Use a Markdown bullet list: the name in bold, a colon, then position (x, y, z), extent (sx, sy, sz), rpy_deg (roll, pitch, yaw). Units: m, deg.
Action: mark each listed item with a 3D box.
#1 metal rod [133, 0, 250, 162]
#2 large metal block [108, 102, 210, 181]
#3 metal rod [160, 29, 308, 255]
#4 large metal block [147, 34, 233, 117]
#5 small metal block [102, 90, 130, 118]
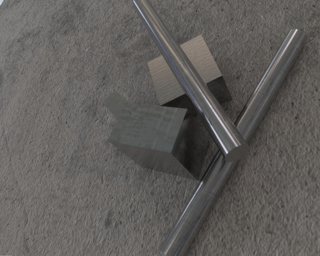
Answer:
- **metal rod**: position (0.021, -0.083, 0.379), extent (0.025, 0.025, 0.300), rpy_deg (-31, 52, 8)
- **large metal block**: position (0.002, 0.016, 0.358), extent (0.080, 0.080, 0.050), rpy_deg (9, 66, 32)
- **metal rod**: position (0.090, 0.009, 0.351), extent (0.025, 0.025, 0.300), rpy_deg (24, 74, 36)
- **large metal block**: position (0.038, -0.063, 0.407), extent (0.080, 0.050, 0.080), rpy_deg (-25, 53, 12)
- **small metal block**: position (-0.044, -0.018, 0.422), extent (0.025, 0.050, 0.050), rpy_deg (-47, 51, -4)
